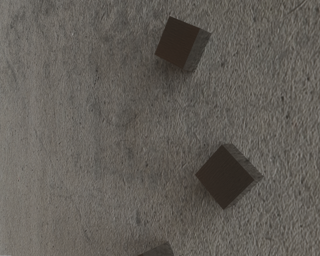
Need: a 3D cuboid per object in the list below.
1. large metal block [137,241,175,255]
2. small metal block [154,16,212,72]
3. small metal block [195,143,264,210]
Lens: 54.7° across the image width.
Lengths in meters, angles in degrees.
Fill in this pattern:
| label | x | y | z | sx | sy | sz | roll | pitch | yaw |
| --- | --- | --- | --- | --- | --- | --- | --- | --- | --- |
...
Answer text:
| label | x | y | z | sx | sy | sz | roll | pitch | yaw |
| --- | --- | --- | --- | --- | --- | --- | --- | --- | --- |
| large metal block | -0.015 | 0.205 | 0.399 | 0.080 | 0.050 | 0.080 | -38 | 67 | 33 |
| small metal block | 0.027 | -0.103 | 0.381 | 0.050 | 0.025 | 0.050 | 35 | 112 | 34 |
| small metal block | 0.075 | 0.053 | 0.342 | 0.050 | 0.025 | 0.050 | 51 | 120 | 27 |
